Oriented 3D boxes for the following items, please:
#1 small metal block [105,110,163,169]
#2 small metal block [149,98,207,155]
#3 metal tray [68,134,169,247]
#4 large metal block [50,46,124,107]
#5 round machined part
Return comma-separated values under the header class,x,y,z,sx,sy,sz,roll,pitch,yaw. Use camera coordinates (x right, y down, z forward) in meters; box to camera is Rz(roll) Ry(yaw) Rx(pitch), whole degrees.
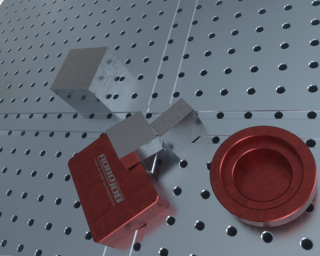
class,x,y,z,sx,sy,sz,roll,pitch,yaw
small metal block,-0.032,0.014,0.378,0.050,0.025,0.050,-30,51,-5
small metal block,0.023,-0.001,0.380,0.050,0.050,0.025,-40,51,0
metal tray,-0.058,0.068,0.392,0.090,0.030,0.130,-36,51,3
large metal block,-0.116,-0.082,0.501,0.080,0.050,0.080,4,64,30
round machined part,0.104,0.050,0.312,0.098,0.042,0.098,-13,56,20
